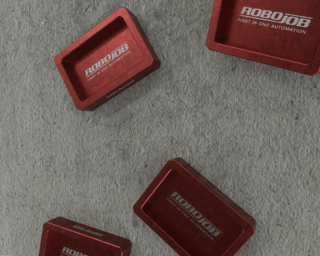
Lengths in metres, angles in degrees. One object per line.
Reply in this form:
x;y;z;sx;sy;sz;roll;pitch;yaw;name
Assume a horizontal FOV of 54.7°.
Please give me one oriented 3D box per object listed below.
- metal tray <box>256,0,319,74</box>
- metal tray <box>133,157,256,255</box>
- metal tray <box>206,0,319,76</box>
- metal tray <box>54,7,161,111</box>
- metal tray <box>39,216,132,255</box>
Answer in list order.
0.180;-0.134;0.342;0.090;0.030;0.130;-39;78;16;metal tray
0.041;0.111;0.391;0.130;0.030;0.090;40;102;15;metal tray
0.120;-0.117;0.333;0.130;0.030;0.089;24;118;31;metal tray
-0.076;-0.092;0.432;0.130;0.030;0.090;-30;80;17;metal tray
-0.111;0.191;0.445;0.130;0.030;0.089;11;94;19;metal tray
